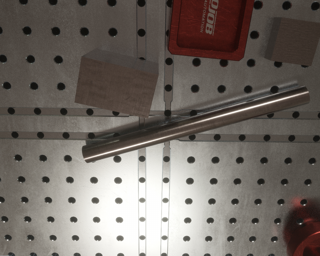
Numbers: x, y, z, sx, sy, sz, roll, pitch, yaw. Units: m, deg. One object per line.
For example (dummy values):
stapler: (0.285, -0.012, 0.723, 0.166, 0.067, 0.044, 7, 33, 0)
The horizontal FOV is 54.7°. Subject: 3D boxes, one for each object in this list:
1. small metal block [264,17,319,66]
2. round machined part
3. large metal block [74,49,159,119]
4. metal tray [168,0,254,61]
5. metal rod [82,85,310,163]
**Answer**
small metal block: (0.162, -0.105, 0.377, 0.050, 0.025, 0.050, 7, 110, -3)
round machined part: (0.244, 0.183, 0.476, 0.099, 0.042, 0.097, 0, 110, -1)
large metal block: (-0.046, -0.055, 0.363, 0.081, 0.080, 0.050, 12, 110, -5)
metal tray: (0.060, -0.148, 0.356, 0.091, 0.030, 0.129, 5, 110, -3)
metal rod: (0.043, -0.003, 0.412, 0.301, 0.025, 0.025, -15, 110, 5)
